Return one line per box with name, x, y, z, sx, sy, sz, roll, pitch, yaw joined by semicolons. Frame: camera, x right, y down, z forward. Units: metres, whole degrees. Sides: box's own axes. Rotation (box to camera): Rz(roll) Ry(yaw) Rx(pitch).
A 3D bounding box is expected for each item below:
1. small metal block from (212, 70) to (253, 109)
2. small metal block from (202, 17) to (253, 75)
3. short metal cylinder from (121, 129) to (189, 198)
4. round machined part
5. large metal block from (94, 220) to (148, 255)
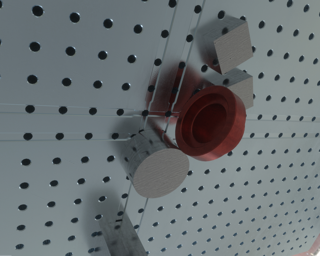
small metal block;0.104;-0.047;0.441;0.050;0.025;0.050;-24;128;-14
small metal block;0.088;-0.105;0.396;0.050;0.025;0.050;-32;129;-8
short metal cylinder;-0.007;0.048;0.422;0.081;0.050;0.079;-14;125;-21
round machined part;0.069;-0.003;0.401;0.042;0.098;0.098;29;102;-35
large metal block;-0.062;0.200;0.468;0.050;0.080;0.079;-1;119;-29
